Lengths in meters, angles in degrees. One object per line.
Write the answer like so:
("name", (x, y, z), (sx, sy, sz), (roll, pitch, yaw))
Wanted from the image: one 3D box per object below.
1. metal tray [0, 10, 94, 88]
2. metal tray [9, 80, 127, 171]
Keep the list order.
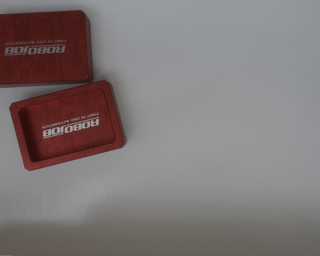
("metal tray", (-0.158, -0.102, 0.407), (0.131, 0.030, 0.089), (-3, 90, 0))
("metal tray", (-0.118, -0.003, 0.407), (0.131, 0.030, 0.090), (-14, 90, 0))
